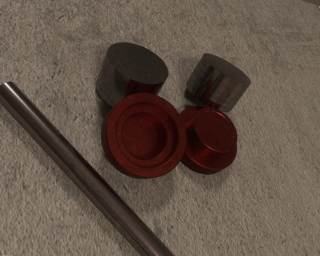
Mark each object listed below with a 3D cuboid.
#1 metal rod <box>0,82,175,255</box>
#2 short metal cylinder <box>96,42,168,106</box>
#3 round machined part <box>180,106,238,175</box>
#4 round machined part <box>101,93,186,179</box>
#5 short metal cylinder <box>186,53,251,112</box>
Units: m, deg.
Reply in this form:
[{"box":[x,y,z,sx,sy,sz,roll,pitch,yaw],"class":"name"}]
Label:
[{"box":[-0.066,0.066,0.328,0.300,0.025,0.025,46,51,4],"class":"metal rod"},{"box":[-0.036,-0.065,0.399,0.081,0.050,0.080,17,42,-16],"class":"short metal cylinder"},{"box":[0.066,0.011,0.424,0.099,0.042,0.098,14,56,-21],"class":"round machined part"},{"box":[-0.022,0.011,0.365,0.099,0.042,0.098,6,75,-26],"class":"round machined part"},{"box":[0.086,-0.068,0.460,0.080,0.050,0.080,23,30,-14],"class":"short metal cylinder"}]
